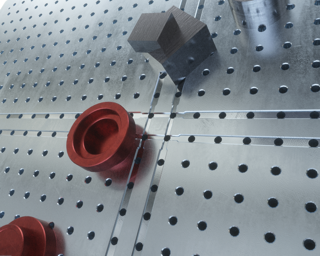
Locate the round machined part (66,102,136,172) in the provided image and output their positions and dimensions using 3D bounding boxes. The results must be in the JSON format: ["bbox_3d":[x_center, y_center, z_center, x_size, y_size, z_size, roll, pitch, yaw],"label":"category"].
[{"bbox_3d":[-0.076,0.016,0.428,0.098,0.042,0.098,-13,56,21],"label":"round machined part"}]

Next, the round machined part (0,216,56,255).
[{"bbox_3d":[-0.186,0.162,0.396,0.098,0.042,0.098,-13,56,21],"label":"round machined part"}]

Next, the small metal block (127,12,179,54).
[{"bbox_3d":[-0.010,-0.132,0.430,0.050,0.025,0.050,11,67,33],"label":"small metal block"}]

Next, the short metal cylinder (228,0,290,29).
[{"bbox_3d":[0.137,-0.187,0.435,0.080,0.050,0.080,-13,56,21],"label":"short metal cylinder"}]

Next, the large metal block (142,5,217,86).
[{"bbox_3d":[0.021,-0.122,0.456,0.080,0.050,0.080,-42,51,-1],"label":"large metal block"}]
